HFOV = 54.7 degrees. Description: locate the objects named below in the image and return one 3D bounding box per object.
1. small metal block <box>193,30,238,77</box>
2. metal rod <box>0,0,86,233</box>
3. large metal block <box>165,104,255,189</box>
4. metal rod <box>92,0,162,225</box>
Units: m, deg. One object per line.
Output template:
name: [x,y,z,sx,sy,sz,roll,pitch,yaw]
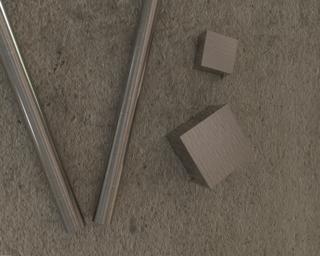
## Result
small metal block: [0.079,-0.105,0.439,0.050,0.025,0.050,11,86,-20]
metal rod: [-0.147,-0.021,0.354,0.025,0.025,0.298,-20,97,-19]
large metal block: [0.067,0.023,0.422,0.080,0.050,0.080,-34,101,-17]
metal rod: [-0.040,-0.030,0.394,0.025,0.025,0.298,14,85,-20]
